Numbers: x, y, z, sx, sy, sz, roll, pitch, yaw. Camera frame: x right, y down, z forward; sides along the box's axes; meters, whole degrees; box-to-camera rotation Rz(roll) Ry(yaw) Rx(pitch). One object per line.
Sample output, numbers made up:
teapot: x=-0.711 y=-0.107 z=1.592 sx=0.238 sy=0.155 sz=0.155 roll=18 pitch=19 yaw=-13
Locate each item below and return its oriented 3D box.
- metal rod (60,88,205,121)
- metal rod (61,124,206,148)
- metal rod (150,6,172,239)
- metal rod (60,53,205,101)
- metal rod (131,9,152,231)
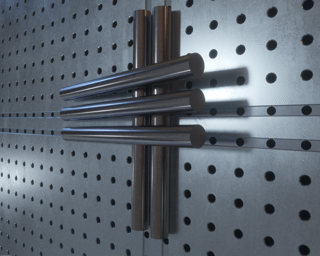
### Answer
metal rod: x=-0.062 y=-0.026 z=0.431 sx=0.300 sy=0.025 sz=0.025 roll=-1 pitch=89 yaw=48
metal rod: x=-0.061 y=0.009 z=0.430 sx=0.300 sy=0.025 sz=0.025 roll=0 pitch=90 yaw=48
metal rod: x=0.001 y=-0.007 z=0.407 sx=0.025 sy=0.025 sz=0.298 roll=1 pitch=91 yaw=39
metal rod: x=-0.063 y=-0.063 z=0.432 sx=0.300 sy=0.025 sz=0.025 roll=-2 pitch=89 yaw=47
metal rod: x=-0.026 y=-0.010 z=0.429 sx=0.025 sy=0.025 sz=0.298 roll=1 pitch=91 yaw=39
